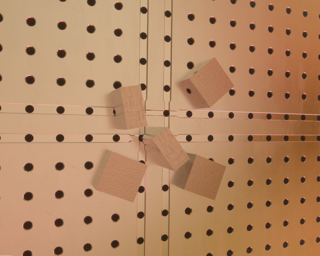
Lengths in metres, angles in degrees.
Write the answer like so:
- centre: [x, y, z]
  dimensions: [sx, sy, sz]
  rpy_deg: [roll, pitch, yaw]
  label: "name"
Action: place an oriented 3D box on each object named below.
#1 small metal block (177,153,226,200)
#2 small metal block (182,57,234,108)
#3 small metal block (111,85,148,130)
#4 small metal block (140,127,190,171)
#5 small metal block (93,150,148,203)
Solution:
- centre: [0.058, 0.068, 0.436]
  dimensions: [0.050, 0.025, 0.050]
  rpy_deg: [23, 82, -19]
  label: "small metal block"
- centre: [0.068, -0.063, 0.439]
  dimensions: [0.050, 0.025, 0.050]
  rpy_deg: [-41, 104, -16]
  label: "small metal block"
- centre: [-0.039, -0.025, 0.386]
  dimensions: [0.025, 0.050, 0.050]
  rpy_deg: [-11, 94, -20]
  label: "small metal block"
- centre: [0.005, 0.026, 0.402]
  dimensions: [0.025, 0.050, 0.050]
  rpy_deg: [-39, 103, -16]
  label: "small metal block"
- centre: [-0.050, 0.061, 0.395]
  dimensions: [0.050, 0.025, 0.050]
  rpy_deg: [24, 82, -19]
  label: "small metal block"
